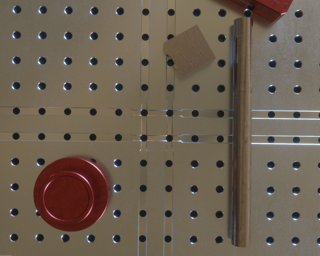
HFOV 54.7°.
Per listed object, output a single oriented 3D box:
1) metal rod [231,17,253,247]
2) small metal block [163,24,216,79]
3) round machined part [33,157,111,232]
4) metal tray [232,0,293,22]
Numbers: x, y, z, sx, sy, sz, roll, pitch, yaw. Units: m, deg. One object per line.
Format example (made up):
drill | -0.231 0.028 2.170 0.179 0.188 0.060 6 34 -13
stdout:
metal rod | 0.110 0.006 0.413 0.025 0.025 0.298 1 90 0
small metal block | 0.038 -0.100 0.413 0.050 0.025 0.050 -29 90 0
round machined part | -0.116 0.087 0.404 0.099 0.042 0.097 0 90 0
metal tray | 0.123 -0.213 0.411 0.130 0.030 0.090 28 90 0
